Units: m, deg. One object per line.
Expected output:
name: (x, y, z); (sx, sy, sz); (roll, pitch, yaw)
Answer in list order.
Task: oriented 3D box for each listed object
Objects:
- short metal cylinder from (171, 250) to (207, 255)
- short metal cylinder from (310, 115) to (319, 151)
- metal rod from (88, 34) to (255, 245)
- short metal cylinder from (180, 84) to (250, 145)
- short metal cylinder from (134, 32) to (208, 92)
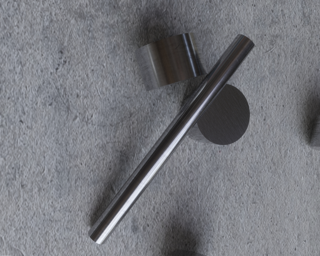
short metal cylinder: (0.047, 0.198, 0.397); (0.081, 0.080, 0.050); (17, 84, -19)
short metal cylinder: (0.282, 0.013, 0.484); (0.081, 0.080, 0.050); (14, 86, -20)
metal rod: (0.012, 0.015, 0.375); (0.025, 0.025, 0.299); (36, 93, -17)
short metal cylinder: (0.074, -0.018, 0.423); (0.081, 0.050, 0.079); (0, 90, -20)
short metal cylinder: (0.014, -0.080, 0.385); (0.081, 0.080, 0.050); (-19, 97, -19)
